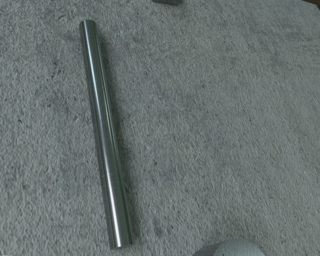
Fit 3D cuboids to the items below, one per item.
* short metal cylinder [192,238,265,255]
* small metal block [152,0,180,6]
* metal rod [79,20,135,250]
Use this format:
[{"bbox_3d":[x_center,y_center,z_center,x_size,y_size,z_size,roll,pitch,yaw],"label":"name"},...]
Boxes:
[{"bbox_3d":[0.074,0.164,0.329,0.081,0.050,0.080,14,56,-21],"label":"short metal cylinder"},{"bbox_3d":[0.007,-0.254,0.564,0.050,0.025,0.050,-4,64,-30],"label":"small metal block"},{"bbox_3d":[-0.070,-0.012,0.374,0.025,0.025,0.299,1,61,-28],"label":"metal rod"}]
